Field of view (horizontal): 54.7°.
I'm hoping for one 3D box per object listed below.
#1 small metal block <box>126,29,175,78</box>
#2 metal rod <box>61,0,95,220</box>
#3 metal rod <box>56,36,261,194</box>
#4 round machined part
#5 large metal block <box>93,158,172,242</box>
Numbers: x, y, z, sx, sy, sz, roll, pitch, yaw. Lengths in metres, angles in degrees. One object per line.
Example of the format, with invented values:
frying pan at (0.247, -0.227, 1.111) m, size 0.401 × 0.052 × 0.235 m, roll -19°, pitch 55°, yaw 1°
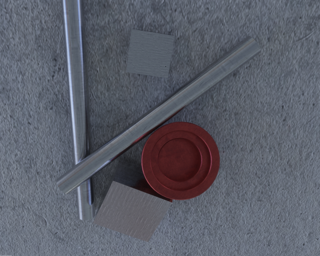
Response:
small metal block at (-0.012, -0.091, 0.376) m, size 0.050 × 0.025 × 0.050 m, roll 8°, pitch 110°, yaw -4°
metal rod at (-0.104, -0.012, 0.403) m, size 0.025 × 0.025 × 0.298 m, roll 1°, pitch 110°, yaw -1°
metal rod at (-0.006, -0.013, 0.389) m, size 0.300 × 0.025 × 0.025 m, roll -36°, pitch 107°, yaw 6°
round machined part at (0.025, 0.041, 0.405) m, size 0.099 × 0.042 × 0.097 m, roll 0°, pitch 88°, yaw -5°
large metal block at (-0.036, 0.100, 0.427) m, size 0.080 × 0.050 × 0.079 m, roll 23°, pitch 117°, yaw -9°
